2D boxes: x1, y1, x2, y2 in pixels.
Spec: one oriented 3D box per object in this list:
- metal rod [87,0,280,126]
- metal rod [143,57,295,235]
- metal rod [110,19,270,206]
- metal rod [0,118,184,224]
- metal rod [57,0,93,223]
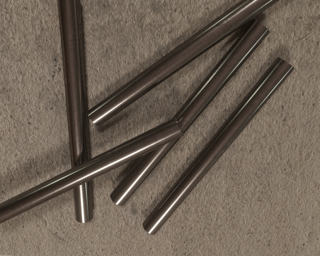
[{"bbox_3d":[0.037,-0.094,0.375,0.300,0.025,0.025,-34,107,11],"label":"metal rod"},{"bbox_3d":[0.070,0.035,0.423,0.025,0.025,0.299,33,106,-12],"label":"metal rod"},{"bbox_3d":[0.029,-0.009,0.406,0.025,0.025,0.299,36,106,-13],"label":"metal rod"},{"bbox_3d":[-0.109,0.064,0.403,0.301,0.025,0.025,-26,108,8],"label":"metal rod"},{"bbox_3d":[-0.108,-0.008,0.405,0.025,0.025,0.298,1,110,-1],"label":"metal rod"}]
